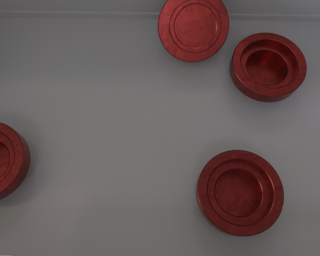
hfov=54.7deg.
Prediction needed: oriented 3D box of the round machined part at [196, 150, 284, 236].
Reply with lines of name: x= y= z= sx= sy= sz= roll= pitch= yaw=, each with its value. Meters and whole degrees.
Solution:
round machined part: x=0.092 y=0.079 z=0.372 sx=0.099 sy=0.042 sz=0.098 roll=0 pitch=70 yaw=0

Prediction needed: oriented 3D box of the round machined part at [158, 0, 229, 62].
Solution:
round machined part: x=0.046 y=-0.140 z=0.425 sx=0.099 sy=0.042 sz=0.097 roll=0 pitch=108 yaw=-1

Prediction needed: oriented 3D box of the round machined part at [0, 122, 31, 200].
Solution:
round machined part: x=-0.210 y=0.044 z=0.383 sx=0.099 sy=0.042 sz=0.098 roll=0 pitch=70 yaw=0

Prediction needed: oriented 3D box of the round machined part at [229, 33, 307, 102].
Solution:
round machined part: x=0.145 y=-0.080 z=0.430 sx=0.099 sy=0.042 sz=0.098 roll=0 pitch=70 yaw=0
